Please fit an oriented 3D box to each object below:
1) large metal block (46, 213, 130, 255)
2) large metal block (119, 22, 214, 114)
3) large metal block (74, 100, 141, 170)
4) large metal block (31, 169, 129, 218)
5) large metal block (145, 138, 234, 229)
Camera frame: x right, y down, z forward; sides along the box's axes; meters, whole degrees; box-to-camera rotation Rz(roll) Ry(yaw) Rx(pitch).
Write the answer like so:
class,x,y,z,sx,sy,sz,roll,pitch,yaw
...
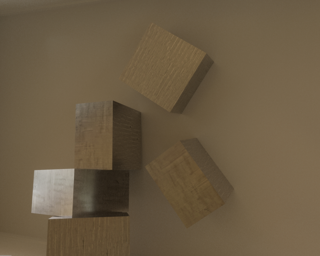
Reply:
class,x,y,z,sx,sy,sz,roll,pitch,yaw
large metal block,-0.074,0.134,0.329,0.081,0.050,0.080,1,79,-10
large metal block,0.009,-0.073,0.393,0.080,0.050,0.080,34,101,16
large metal block,-0.064,0.014,0.398,0.050,0.080,0.080,-4,82,20
large metal block,-0.095,0.076,0.374,0.080,0.080,0.050,-8,78,39
large metal block,0.038,0.060,0.367,0.050,0.080,0.080,-39,78,16
